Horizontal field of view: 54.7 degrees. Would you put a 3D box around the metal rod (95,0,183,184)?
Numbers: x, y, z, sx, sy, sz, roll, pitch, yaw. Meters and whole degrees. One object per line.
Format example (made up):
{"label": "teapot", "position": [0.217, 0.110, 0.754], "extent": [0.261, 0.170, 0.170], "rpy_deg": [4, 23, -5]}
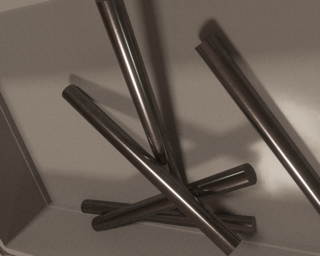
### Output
{"label": "metal rod", "position": [-0.009, -0.006, 0.373], "extent": [0.025, 0.025, 0.299], "rpy_deg": [2, 131, 27]}

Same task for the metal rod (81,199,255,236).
{"label": "metal rod", "position": [-0.004, 0.138, 0.494], "extent": [0.300, 0.025, 0.025], "rpy_deg": [-2, 118, 28]}

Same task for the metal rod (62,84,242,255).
{"label": "metal rod", "position": [-0.023, 0.041, 0.396], "extent": [0.300, 0.025, 0.025], "rpy_deg": [41, 130, 19]}

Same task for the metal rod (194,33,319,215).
{"label": "metal rod", "position": [0.140, 0.023, 0.348], "extent": [0.025, 0.025, 0.300], "rpy_deg": [-32, 101, 38]}

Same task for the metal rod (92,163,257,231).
{"label": "metal rod", "position": [-0.003, 0.107, 0.436], "extent": [0.299, 0.025, 0.025], "rpy_deg": [-29, 103, 38]}
